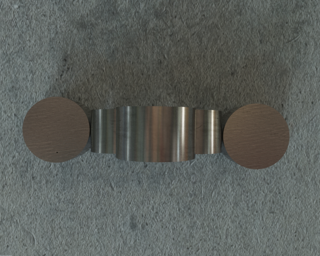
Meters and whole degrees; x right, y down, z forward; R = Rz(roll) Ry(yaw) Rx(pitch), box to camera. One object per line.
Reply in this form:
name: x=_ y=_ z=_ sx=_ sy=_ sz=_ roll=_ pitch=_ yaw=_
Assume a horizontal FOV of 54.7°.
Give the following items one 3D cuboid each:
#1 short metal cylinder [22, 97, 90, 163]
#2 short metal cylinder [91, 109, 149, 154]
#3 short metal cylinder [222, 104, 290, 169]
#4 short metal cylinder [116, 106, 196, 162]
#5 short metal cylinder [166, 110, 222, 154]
short metal cylinder: x=-0.125 y=0.002 z=0.397 sx=0.081 sy=0.050 sz=0.080 roll=0 pitch=90 yaw=-1
short metal cylinder: x=-0.044 y=0.004 z=0.383 sx=0.081 sy=0.080 sz=0.050 roll=0 pitch=90 yaw=0
short metal cylinder: x=0.116 y=0.010 z=0.399 sx=0.081 sy=0.050 sz=0.080 roll=0 pitch=91 yaw=-1
short metal cylinder: x=-0.004 y=0.005 z=0.314 sx=0.081 sy=0.080 sz=0.050 roll=1 pitch=91 yaw=0
short metal cylinder: x=0.036 y=0.005 z=0.384 sx=0.081 sy=0.080 sz=0.050 roll=0 pitch=89 yaw=0
